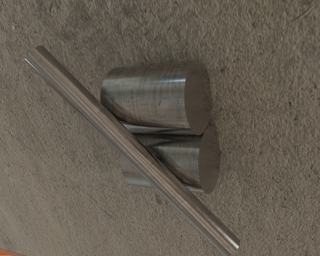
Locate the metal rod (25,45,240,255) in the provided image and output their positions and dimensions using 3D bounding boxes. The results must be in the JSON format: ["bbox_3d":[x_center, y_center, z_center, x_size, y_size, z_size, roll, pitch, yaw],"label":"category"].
[{"bbox_3d":[-0.026,0.028,0.336,0.300,0.025,0.025,45,129,-4],"label":"metal rod"}]

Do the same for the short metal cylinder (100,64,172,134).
[{"bbox_3d":[-0.025,-0.033,0.365,0.050,0.080,0.080,1,119,28],"label":"short metal cylinder"}]

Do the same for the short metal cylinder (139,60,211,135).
[{"bbox_3d":[0.020,-0.032,0.343,0.050,0.080,0.080,1,119,28],"label":"short metal cylinder"}]

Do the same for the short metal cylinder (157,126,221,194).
[{"bbox_3d":[0.037,0.037,0.376,0.050,0.080,0.080,1,119,28],"label":"short metal cylinder"}]

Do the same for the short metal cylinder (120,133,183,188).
[{"bbox_3d":[-0.007,0.037,0.400,0.050,0.080,0.080,1,119,28],"label":"short metal cylinder"}]
